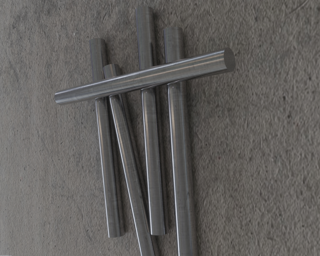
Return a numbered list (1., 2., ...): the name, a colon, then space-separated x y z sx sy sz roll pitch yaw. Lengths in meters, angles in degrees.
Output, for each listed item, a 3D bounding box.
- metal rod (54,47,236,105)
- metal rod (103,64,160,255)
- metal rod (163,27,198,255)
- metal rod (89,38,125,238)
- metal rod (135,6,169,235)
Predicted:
1. metal rod: -0.045 -0.059 0.407 0.300 0.025 0.025 -5 87 39
2. metal rod: -0.040 0.052 0.438 0.025 0.025 0.299 -21 77 38
3. metal rod: 0.026 0.025 0.383 0.025 0.025 0.298 -6 86 40
4. metal rod: -0.081 0.011 0.472 0.025 0.025 0.298 -11 83 39
5. metal rod: -0.011 -0.012 0.413 0.025 0.025 0.298 -7 86 40
